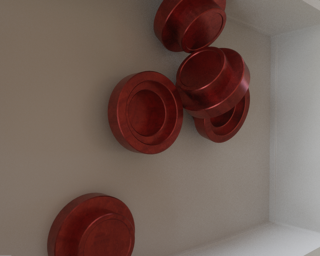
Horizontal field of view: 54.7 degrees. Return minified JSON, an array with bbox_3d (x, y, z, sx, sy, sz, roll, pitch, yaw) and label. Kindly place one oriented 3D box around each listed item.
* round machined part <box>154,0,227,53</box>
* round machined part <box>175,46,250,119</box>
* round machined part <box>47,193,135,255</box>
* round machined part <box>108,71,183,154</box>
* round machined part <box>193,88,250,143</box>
[{"bbox_3d":[0.045,-0.135,0.394,0.099,0.097,0.042,-14,59,-39],"label":"round machined part"},{"bbox_3d":[0.060,-0.064,0.395,0.042,0.098,0.098,41,65,-44],"label":"round machined part"},{"bbox_3d":[-0.067,0.124,0.340,0.099,0.042,0.097,0,90,-40],"label":"round machined part"},{"bbox_3d":[-0.021,-0.018,0.378,0.099,0.042,0.097,0,90,-40],"label":"round machined part"},{"bbox_3d":[0.084,-0.031,0.454,0.099,0.042,0.097,-18,120,-35],"label":"round machined part"}]
